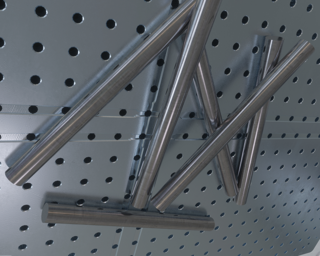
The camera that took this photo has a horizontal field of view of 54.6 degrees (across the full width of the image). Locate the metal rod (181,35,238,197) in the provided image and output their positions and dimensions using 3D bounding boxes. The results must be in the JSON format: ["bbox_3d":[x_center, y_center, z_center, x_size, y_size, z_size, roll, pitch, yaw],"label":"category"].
[{"bbox_3d":[0.082,0.001,0.455,0.025,0.025,0.299,-30,128,-10],"label":"metal rod"}]

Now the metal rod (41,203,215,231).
[{"bbox_3d":[-0.028,0.142,0.482,0.302,0.025,0.025,16,110,-35],"label":"metal rod"}]

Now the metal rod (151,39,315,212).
[{"bbox_3d":[0.097,0.000,0.429,0.300,0.025,0.025,-48,129,5],"label":"metal rod"}]

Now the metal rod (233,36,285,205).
[{"bbox_3d":[0.151,0.006,0.496,0.025,0.025,0.298,-12,124,-22],"label":"metal rod"}]

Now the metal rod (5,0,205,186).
[{"bbox_3d":[-0.058,-0.046,0.350,0.300,0.025,0.025,-43,129,2],"label":"metal rod"}]

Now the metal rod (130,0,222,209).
[{"bbox_3d":[0.010,-0.013,0.390,0.025,0.025,0.298,1,123,-29],"label":"metal rod"}]
